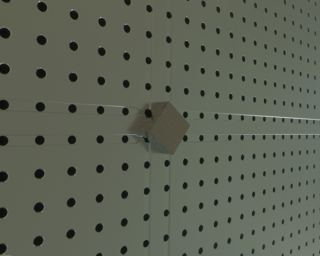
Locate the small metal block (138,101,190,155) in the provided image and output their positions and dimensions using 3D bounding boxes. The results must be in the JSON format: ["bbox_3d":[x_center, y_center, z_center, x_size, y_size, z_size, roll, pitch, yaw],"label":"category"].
[{"bbox_3d":[0.007,0.000,0.414,0.050,0.025,0.050,46,63,-31],"label":"small metal block"}]
